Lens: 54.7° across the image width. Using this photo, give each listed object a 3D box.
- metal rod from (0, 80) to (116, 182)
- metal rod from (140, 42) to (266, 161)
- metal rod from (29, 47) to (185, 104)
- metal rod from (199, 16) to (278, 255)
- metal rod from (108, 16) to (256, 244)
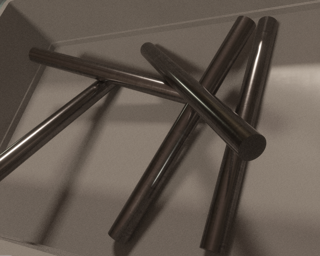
[{"bbox_3d":[-0.148,0.004,0.403,0.025,0.025,0.301,13,44,33],"label":"metal rod"},{"bbox_3d":[0.027,-0.054,0.367,0.025,0.025,0.300,-37,34,3],"label":"metal rod"},{"bbox_3d":[-0.068,-0.076,0.446,0.301,0.025,0.025,18,71,21],"label":"metal rod"},{"bbox_3d":[0.098,-0.010,0.359,0.025,0.025,0.300,6,64,30],"label":"metal rod"},{"bbox_3d":[0.029,-0.002,0.366,0.025,0.025,0.299,27,84,37],"label":"metal rod"}]
